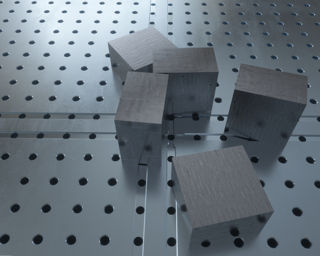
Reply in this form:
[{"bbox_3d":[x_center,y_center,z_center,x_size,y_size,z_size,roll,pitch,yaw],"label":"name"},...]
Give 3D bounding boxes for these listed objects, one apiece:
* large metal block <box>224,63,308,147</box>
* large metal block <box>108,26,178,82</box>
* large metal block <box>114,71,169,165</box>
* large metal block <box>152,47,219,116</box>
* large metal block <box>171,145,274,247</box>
[{"bbox_3d":[0.132,-0.028,0.396,0.080,0.080,0.050,14,52,11],"label":"large metal block"},{"bbox_3d":[-0.023,-0.105,0.480,0.080,0.050,0.080,-27,55,-21],"label":"large metal block"},{"bbox_3d":[-0.019,-0.011,0.382,0.050,0.080,0.080,5,50,4],"label":"large metal block"},{"bbox_3d":[0.031,-0.061,0.424,0.080,0.080,0.050,-1,50,-1],"label":"large metal block"},{"bbox_3d":[0.061,0.071,0.332,0.081,0.050,0.080,-9,51,-8],"label":"large metal block"}]
